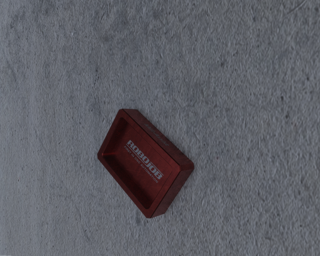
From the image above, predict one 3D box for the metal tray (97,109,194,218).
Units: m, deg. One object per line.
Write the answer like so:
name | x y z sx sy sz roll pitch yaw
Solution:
metal tray | -0.025 0.044 0.422 0.130 0.030 0.089 43 116 31
